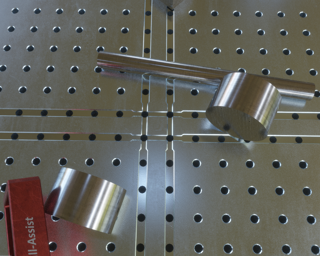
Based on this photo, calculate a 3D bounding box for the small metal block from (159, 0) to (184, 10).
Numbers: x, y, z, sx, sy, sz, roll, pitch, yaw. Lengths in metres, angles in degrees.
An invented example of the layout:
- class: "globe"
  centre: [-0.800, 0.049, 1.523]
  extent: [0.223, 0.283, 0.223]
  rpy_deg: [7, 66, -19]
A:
- class: "small metal block"
  centre: [0.019, -0.225, 0.494]
  extent: [0.050, 0.025, 0.050]
  rpy_deg: [42, 75, 13]

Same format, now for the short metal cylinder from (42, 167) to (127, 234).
- class: "short metal cylinder"
  centre: [-0.085, 0.083, 0.352]
  extent: [0.080, 0.080, 0.050]
  rpy_deg: [17, 71, 6]

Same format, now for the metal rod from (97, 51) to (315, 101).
- class: "metal rod"
  centre: [0.062, -0.075, 0.439]
  extent: [0.302, 0.025, 0.025]
  rpy_deg: [9, 70, 3]

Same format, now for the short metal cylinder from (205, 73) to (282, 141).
- class: "short metal cylinder"
  centre: [0.105, -0.025, 0.392]
  extent: [0.080, 0.080, 0.050]
  rpy_deg: [25, 72, 9]

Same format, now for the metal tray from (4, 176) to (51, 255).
- class: "metal tray"
  centre: [-0.141, 0.126, 0.327]
  extent: [0.030, 0.090, 0.130]
  rpy_deg: [-4, 67, -31]
